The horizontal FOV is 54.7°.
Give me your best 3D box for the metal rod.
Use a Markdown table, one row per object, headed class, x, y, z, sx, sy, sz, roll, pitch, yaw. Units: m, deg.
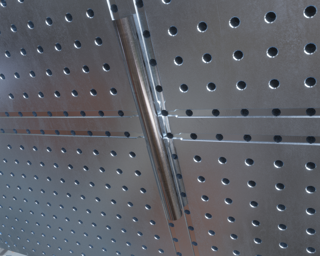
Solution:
| class | x | y | z | sx | sy | sz | roll | pitch | yaw |
| --- | --- | --- | --- | --- | --- | --- | --- | --- | --- |
| metal rod | -0.010 | 0.004 | 0.417 | 0.025 | 0.025 | 0.298 | 0 | 119 | 28 |
